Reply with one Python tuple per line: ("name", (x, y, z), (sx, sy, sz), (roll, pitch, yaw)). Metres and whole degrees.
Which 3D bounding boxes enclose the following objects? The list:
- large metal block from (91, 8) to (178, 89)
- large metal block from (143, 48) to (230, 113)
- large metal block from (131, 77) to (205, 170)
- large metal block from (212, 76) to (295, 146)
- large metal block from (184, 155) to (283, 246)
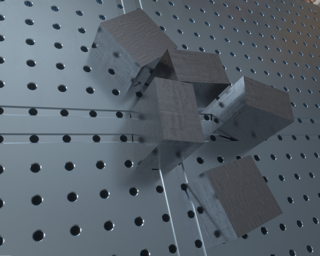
("large metal block", (-0.036, -0.114, 0.442), (0.080, 0.050, 0.080), (48, 51, 5))
("large metal block", (0.034, -0.060, 0.427), (0.081, 0.080, 0.050), (-2, 63, -29))
("large metal block", (0.005, -0.002, 0.377), (0.050, 0.080, 0.080), (6, 59, -25))
("large metal block", (0.133, -0.022, 0.457), (0.080, 0.080, 0.050), (16, 55, -19))
("large metal block", (0.090, 0.088, 0.386), (0.081, 0.050, 0.080), (-13, 69, -33))
